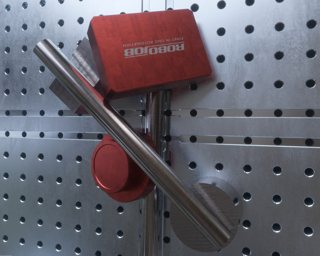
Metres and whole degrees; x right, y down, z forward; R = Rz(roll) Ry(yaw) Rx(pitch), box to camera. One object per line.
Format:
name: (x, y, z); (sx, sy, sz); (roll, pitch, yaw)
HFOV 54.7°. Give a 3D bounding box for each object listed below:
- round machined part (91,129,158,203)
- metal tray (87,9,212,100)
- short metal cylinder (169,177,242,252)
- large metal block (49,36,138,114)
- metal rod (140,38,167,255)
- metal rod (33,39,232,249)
round machined part: (-0.052, 0.049, 0.404); (0.098, 0.042, 0.097); (0, 90, 37)
metal tray: (-0.011, -0.090, 0.371); (0.131, 0.030, 0.090); (-14, 83, -23)
short metal cylinder: (0.058, 0.103, 0.379); (0.080, 0.050, 0.079); (0, 90, 19)
large metal block: (-0.084, -0.064, 0.413); (0.050, 0.080, 0.080); (43, 103, 14)
metal rod: (-0.008, 0.020, 0.414); (0.025, 0.025, 0.298); (3, 91, 19)
metal rod: (-0.035, 0.013, 0.349); (0.300, 0.025, 0.025); (46, 104, 5)
